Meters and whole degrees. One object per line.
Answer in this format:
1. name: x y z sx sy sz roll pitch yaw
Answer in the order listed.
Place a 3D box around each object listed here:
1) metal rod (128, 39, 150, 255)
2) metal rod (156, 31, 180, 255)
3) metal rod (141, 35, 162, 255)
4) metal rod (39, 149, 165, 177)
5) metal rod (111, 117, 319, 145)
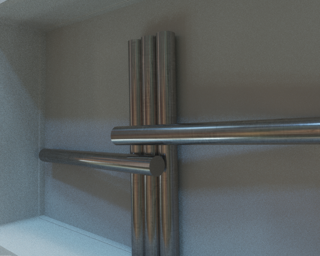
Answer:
1. metal rod: -0.029 0.029 0.427 0.025 0.025 0.298 -2 89 39
2. metal rod: 0.010 0.028 0.395 0.025 0.025 0.298 -2 89 39
3. metal rod: -0.010 0.029 0.411 0.025 0.025 0.298 -2 89 39
4. metal rod: -0.109 0.048 0.471 0.300 0.025 0.025 -1 89 45
5. metal rod: 0.070 0.005 0.324 0.300 0.025 0.025 -2 89 33
